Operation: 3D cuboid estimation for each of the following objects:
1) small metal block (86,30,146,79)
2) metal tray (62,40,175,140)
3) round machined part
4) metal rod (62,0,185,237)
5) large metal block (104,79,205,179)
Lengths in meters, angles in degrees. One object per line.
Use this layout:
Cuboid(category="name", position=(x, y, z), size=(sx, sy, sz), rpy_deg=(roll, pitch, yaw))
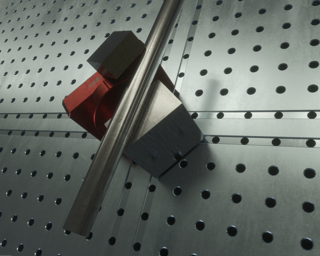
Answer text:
Cuboid(category="small metal block", position=(-0.052, -0.086, 0.362), size=(0.050, 0.025, 0.050), rpy_deg=(-50, 33, -10))
Cuboid(category="metal tray", position=(-0.052, -0.045, 0.419), size=(0.130, 0.090, 0.030), rpy_deg=(-40, 51, 1))
Cuboid(category="round machined part", position=(-0.038, -0.022, 0.398), size=(0.098, 0.098, 0.042), rpy_deg=(-41, 51, 0))
Cuboid(category="metal rod", position=(-0.029, -0.034, 0.340), size=(0.025, 0.025, 0.300), rpy_deg=(7, 65, 31))
Cuboid(category="large metal block", position=(-0.004, 0.004, 0.368), size=(0.080, 0.080, 0.050), rpy_deg=(-40, 51, 1))
